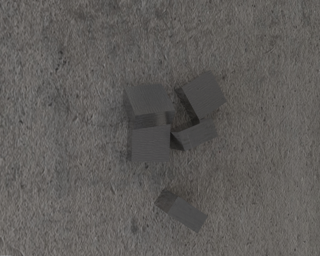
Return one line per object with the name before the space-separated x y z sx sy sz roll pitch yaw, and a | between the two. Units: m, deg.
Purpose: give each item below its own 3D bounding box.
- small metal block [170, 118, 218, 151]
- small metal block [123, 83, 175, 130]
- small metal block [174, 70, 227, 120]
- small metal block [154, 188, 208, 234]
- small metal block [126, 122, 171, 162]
small metal block | 0.040 0.008 0.410 0.050 0.050 0.025 -22 98 -19
small metal block | -0.015 -0.028 0.389 0.050 0.025 0.050 -9 51 -20
small metal block | 0.057 -0.045 0.430 0.050 0.025 0.050 -33 101 -17
small metal block | 0.026 0.107 0.405 0.050 0.050 0.025 37 78 -17
small metal block | -0.015 0.018 0.403 0.050 0.025 0.050 2 89 -20
